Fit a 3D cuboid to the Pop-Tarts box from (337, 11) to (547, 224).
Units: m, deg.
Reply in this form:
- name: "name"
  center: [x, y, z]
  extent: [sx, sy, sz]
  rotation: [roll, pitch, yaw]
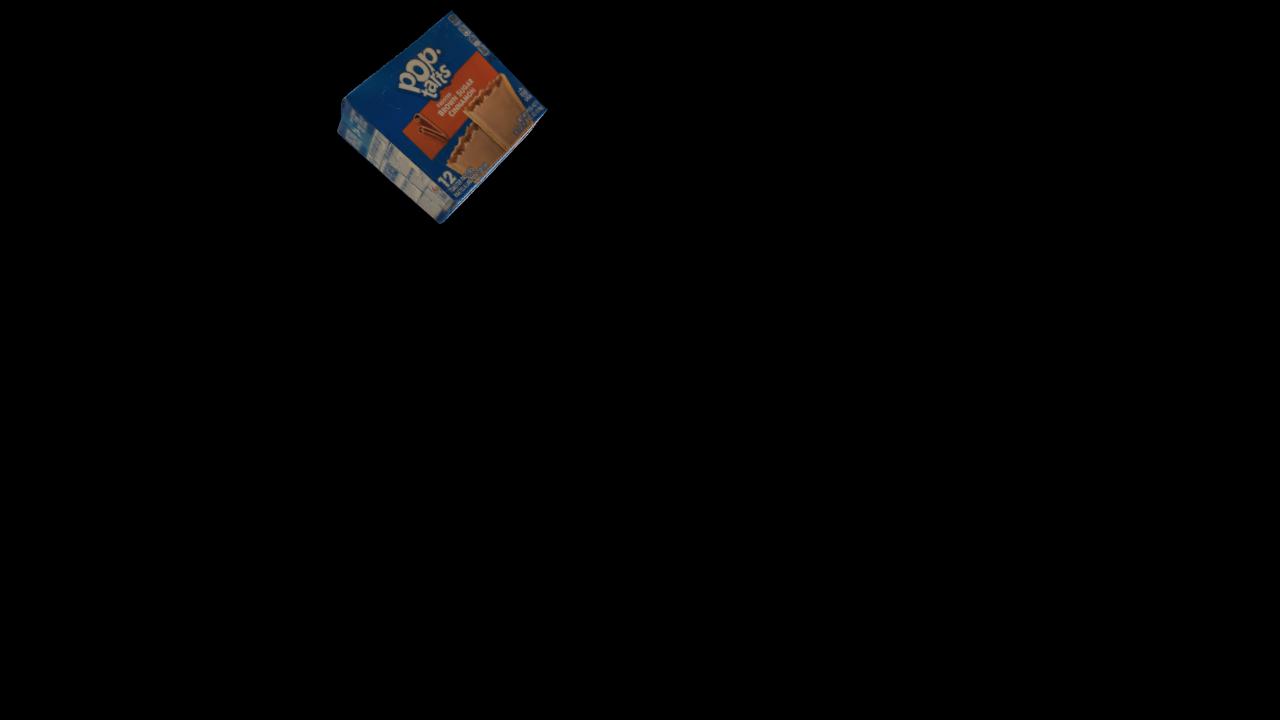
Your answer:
- name: "Pop-Tarts box"
  center: [-0.212, -0.263, 0.674]
  extent: [0.141, 0.167, 0.083]
  rotation: [43, -27, -18]
